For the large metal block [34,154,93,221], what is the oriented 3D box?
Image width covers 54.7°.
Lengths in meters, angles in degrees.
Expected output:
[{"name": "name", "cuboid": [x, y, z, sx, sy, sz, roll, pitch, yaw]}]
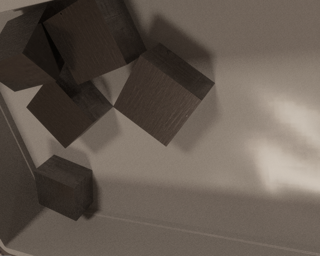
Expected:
[{"name": "large metal block", "cuboid": [-0.166, 0.104, 0.542, 0.080, 0.050, 0.079, 19, 126, 17]}]

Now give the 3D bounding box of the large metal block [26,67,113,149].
[{"name": "large metal block", "cuboid": [-0.128, -0.030, 0.439, 0.080, 0.050, 0.080, 49, 128, -7]}]

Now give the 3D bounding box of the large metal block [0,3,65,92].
[{"name": "large metal block", "cuboid": [-0.161, -0.098, 0.386, 0.080, 0.080, 0.050, -7, 147, 31]}]

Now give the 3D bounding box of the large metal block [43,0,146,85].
[{"name": "large metal block", "cuboid": [-0.075, -0.106, 0.364, 0.080, 0.050, 0.080, -14, 112, 33]}]

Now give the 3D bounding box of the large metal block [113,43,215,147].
[{"name": "large metal block", "cuboid": [0.004, -0.039, 0.365, 0.080, 0.050, 0.080, 37, 129, 3]}]
